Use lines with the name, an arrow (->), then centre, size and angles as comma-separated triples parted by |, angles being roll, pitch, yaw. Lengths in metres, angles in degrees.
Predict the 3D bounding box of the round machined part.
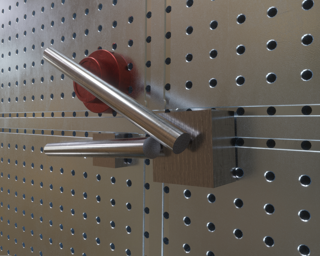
round machined part -> -0.096, -0.071, 0.474 | 0.098, 0.042, 0.097 | 0, 90, 39

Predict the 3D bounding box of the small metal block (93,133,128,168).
small metal block -> -0.076, 0.033, 0.470 | 0.050, 0.025, 0.050 | 0, 90, 39

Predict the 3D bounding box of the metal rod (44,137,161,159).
metal rod -> -0.105, 0.031, 0.458 | 0.299, 0.025, 0.025 | -5, 87, 50

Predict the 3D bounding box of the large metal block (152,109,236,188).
large metal block -> 0.038, 0.022, 0.356 | 0.080, 0.050, 0.079 | -2, 89, 39

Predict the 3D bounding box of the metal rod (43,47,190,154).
metal rod -> -0.077, -0.051, 0.408 | 0.300, 0.025, 0.025 | 34, 111, 37
